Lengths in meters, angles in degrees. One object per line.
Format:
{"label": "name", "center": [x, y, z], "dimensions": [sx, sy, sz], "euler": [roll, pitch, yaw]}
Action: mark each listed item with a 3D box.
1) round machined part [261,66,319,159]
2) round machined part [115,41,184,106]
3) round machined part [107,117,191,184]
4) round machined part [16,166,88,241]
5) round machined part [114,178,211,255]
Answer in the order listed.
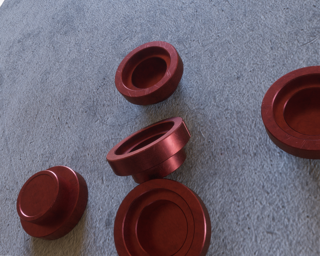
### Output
{"label": "round machined part", "center": [0.158, -0.012, 0.318], "dimensions": [0.098, 0.042, 0.098], "euler": [-13, 56, 21]}
{"label": "round machined part", "center": [-0.012, -0.073, 0.444], "dimensions": [0.098, 0.042, 0.098], "euler": [-13, 56, 21]}
{"label": "round machined part", "center": [-0.008, 0.029, 0.359], "dimensions": [0.098, 0.042, 0.098], "euler": [-25, 13, 7]}
{"label": "round machined part", "center": [-0.149, 0.095, 0.413], "dimensions": [0.098, 0.042, 0.098], "euler": [-13, 56, 21]}
{"label": "round machined part", "center": [0.005, 0.104, 0.320], "dimensions": [0.098, 0.042, 0.098], "euler": [-9, 66, 21]}
